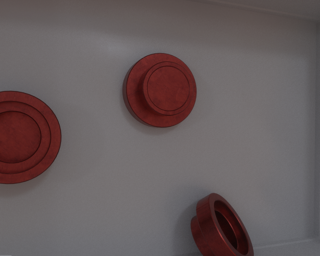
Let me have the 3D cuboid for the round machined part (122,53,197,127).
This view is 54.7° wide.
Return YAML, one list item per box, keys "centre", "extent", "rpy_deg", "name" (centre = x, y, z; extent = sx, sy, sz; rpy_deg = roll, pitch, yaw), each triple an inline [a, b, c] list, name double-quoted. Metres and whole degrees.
- centre: [0.004, -0.049, 0.403]
  extent: [0.099, 0.042, 0.097]
  rpy_deg: [0, 90, -20]
  name: "round machined part"

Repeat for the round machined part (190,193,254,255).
- centre: [0.078, 0.140, 0.411]
  extent: [0.042, 0.098, 0.098]
  rpy_deg: [-37, 105, 20]
  name: "round machined part"

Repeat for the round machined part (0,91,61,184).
- centre: [-0.162, 0.010, 0.342]
  extent: [0.099, 0.042, 0.097]
  rpy_deg: [0, 90, -20]
  name: "round machined part"
